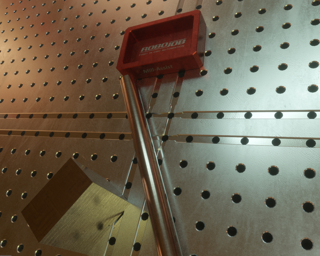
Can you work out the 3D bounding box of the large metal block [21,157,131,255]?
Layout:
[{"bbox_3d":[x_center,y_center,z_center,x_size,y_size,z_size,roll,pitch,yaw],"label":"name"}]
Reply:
[{"bbox_3d":[-0.095,0.094,0.364,0.080,0.080,0.050,-49,52,-6],"label":"large metal block"}]

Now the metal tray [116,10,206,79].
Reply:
[{"bbox_3d":[0.002,-0.127,0.479,0.130,0.030,0.090,-6,59,24],"label":"metal tray"}]

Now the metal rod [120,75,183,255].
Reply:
[{"bbox_3d":[-0.015,0.043,0.388,0.025,0.025,0.299,-25,53,12],"label":"metal rod"}]
